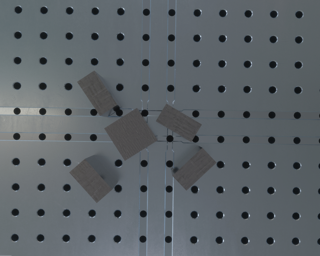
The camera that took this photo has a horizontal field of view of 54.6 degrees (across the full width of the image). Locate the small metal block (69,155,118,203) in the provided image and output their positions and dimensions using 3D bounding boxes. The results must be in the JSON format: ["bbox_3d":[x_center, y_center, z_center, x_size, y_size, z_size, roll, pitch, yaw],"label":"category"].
[{"bbox_3d":[-0.084,0.064,0.400,0.025,0.050,0.050,-42,90,0],"label":"small metal block"}]

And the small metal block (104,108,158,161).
[{"bbox_3d":[-0.038,0.008,0.413,0.050,0.025,0.050,-32,90,0],"label":"small metal block"}]

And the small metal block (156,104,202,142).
[{"bbox_3d":[0.023,-0.006,0.401,0.050,0.050,0.025,31,90,0],"label":"small metal block"}]

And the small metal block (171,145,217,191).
[{"bbox_3d":[0.042,0.050,0.401,0.050,0.050,0.025,-43,90,0],"label":"small metal block"}]

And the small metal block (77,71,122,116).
[{"bbox_3d":[-0.076,-0.042,0.400,0.025,0.050,0.050,-34,90,0],"label":"small metal block"}]
